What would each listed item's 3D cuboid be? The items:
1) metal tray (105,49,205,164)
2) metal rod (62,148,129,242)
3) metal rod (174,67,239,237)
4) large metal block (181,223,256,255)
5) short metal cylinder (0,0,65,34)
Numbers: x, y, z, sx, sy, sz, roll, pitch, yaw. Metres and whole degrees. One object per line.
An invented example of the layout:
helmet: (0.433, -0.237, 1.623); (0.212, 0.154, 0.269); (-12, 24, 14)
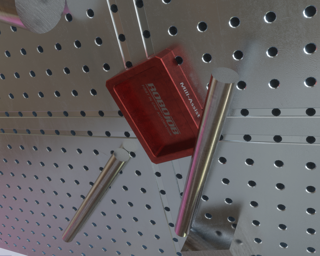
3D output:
metal tray: (0.001, -0.022, 0.392); (0.090, 0.030, 0.130); (-19, 109, 35)
metal rod: (-0.125, 0.134, 0.557); (0.025, 0.025, 0.298); (38, 129, 2)
metal rod: (0.047, 0.057, 0.387); (0.025, 0.025, 0.298); (22, 137, 15)
large metal block: (0.091, 0.194, 0.466); (0.080, 0.050, 0.080); (-19, 109, 35)
short metal cylinder: (-0.157, -0.156, 0.360); (0.050, 0.080, 0.079); (20, 126, 16)
